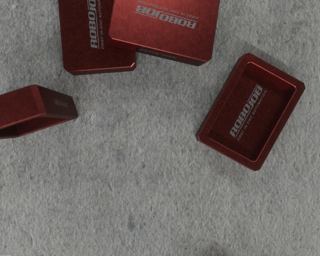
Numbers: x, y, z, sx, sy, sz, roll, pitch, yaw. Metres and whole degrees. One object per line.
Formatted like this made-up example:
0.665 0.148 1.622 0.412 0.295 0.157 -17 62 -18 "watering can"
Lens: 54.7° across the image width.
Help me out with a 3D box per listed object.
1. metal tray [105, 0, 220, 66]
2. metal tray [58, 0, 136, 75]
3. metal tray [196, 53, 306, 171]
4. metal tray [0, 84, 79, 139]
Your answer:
0.005 -0.136 0.388 0.131 0.030 0.089 10 86 -16 "metal tray"
-0.082 -0.139 0.406 0.091 0.030 0.129 -5 90 -1 "metal tray"
0.117 -0.021 0.408 0.090 0.030 0.130 29 90 -1 "metal tray"
-0.156 -0.014 0.355 0.090 0.130 0.030 -18 90 0 "metal tray"
